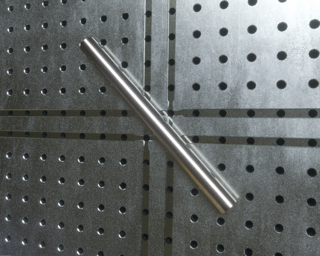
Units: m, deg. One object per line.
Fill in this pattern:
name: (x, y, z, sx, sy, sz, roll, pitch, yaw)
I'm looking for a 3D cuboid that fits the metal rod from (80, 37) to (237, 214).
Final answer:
metal rod: (-0.010, -0.012, 0.417, 0.025, 0.025, 0.300, -44, 76, 15)
